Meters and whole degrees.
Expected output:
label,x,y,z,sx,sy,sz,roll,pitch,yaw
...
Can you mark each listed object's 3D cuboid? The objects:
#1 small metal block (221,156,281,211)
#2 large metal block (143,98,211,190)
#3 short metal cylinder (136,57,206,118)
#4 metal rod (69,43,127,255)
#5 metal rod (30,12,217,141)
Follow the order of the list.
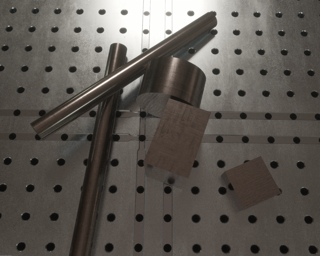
label,x,y,z,sx,sy,sz,roll,pitch,yaw
small metal block,0.113,0.070,0.388,0.050,0.025,0.050,-22,72,-8
large metal block,0.020,0.023,0.375,0.050,0.080,0.080,19,71,6
short metal cylinder,0.015,-0.048,0.400,0.080,0.080,0.050,13,71,4
metal rod,-0.077,0.022,0.402,0.025,0.025,0.299,6,70,2
metal rod,-0.033,-0.080,0.419,0.302,0.025,0.025,-37,74,-21
